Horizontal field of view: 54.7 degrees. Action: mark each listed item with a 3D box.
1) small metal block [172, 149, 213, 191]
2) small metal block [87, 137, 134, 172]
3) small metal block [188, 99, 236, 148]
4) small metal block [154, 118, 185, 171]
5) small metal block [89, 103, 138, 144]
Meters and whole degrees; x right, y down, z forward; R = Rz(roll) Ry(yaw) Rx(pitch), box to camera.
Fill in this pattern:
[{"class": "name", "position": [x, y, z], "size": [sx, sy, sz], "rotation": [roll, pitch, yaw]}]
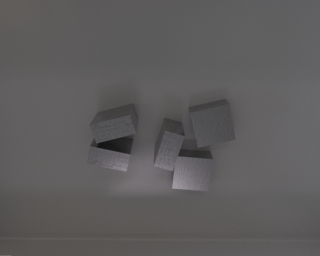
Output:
[{"class": "small metal block", "position": [0.044, 0.058, 0.433], "size": [0.050, 0.025, 0.050], "rotation": [5, 110, -2]}, {"class": "small metal block", "position": [-0.064, 0.030, 0.408], "size": [0.050, 0.050, 0.025], "rotation": [12, 110, -5]}, {"class": "small metal block", "position": [0.068, -0.006, 0.409], "size": [0.050, 0.025, 0.050], "rotation": [-13, 110, 4]}, {"class": "small metal block", "position": [0.011, 0.020, 0.405], "size": [0.025, 0.050, 0.050], "rotation": [15, 109, -6]}, {"class": "small metal block", "position": [-0.057, -0.007, 0.395], "size": [0.050, 0.050, 0.025], "rotation": [-14, 110, 5]}]
